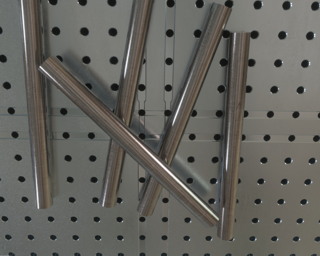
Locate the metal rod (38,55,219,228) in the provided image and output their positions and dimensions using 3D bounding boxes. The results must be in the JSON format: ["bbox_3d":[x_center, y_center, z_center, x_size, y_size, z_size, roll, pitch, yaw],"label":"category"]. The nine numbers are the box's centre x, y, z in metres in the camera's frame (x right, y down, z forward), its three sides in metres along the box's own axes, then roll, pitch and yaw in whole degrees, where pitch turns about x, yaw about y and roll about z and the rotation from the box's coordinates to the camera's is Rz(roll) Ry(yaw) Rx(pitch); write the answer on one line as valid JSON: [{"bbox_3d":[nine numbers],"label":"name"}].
[{"bbox_3d":[-0.029,0.027,0.395,0.025,0.025,0.300,-41,106,13],"label":"metal rod"}]

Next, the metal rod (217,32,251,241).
[{"bbox_3d":[0.098,0.024,0.423,0.025,0.025,0.298,-1,110,0],"label":"metal rod"}]

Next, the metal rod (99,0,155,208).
[{"bbox_3d":[-0.045,-0.028,0.402,0.025,0.025,0.298,11,110,-5],"label":"metal rod"}]

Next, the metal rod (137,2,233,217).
[{"bbox_3d":[0.025,-0.010,0.410,0.025,0.025,0.298,17,109,-7],"label":"metal rod"}]

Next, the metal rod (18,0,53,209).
[{"bbox_3d":[-0.158,-0.029,0.400,0.025,0.025,0.298,4,110,-2],"label":"metal rod"}]
